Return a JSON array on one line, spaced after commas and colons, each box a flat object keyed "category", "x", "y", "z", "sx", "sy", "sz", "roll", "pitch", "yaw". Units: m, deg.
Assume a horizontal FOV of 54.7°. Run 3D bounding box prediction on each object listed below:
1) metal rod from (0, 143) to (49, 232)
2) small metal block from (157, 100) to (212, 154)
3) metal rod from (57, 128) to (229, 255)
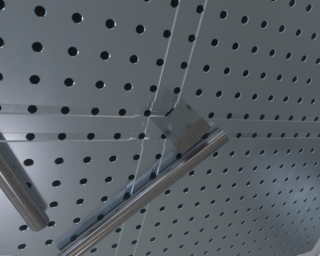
[{"category": "metal rod", "x": -0.185, "y": 0.007, "z": 0.314, "sx": 0.025, "sy": 0.025, "sz": 0.298, "roll": -24, "pitch": 127, "yaw": -14}, {"category": "small metal block", "x": 0.031, "y": -0.002, "z": 0.411, "sx": 0.050, "sy": 0.050, "sz": 0.025, "roll": -44, "pitch": 129, "yaw": 2}, {"category": "metal rod", "x": -0.022, "y": 0.100, "z": 0.460, "sx": 0.301, "sy": 0.025, "sz": 0.025, "roll": -37, "pitch": 129, "yaw": -3}]
